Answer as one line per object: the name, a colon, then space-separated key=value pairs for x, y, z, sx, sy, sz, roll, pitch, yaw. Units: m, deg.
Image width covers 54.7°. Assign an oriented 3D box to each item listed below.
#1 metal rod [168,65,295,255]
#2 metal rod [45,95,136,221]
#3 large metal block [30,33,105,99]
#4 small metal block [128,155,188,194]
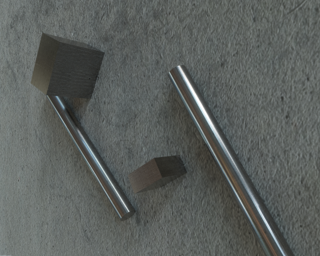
metal rod: x=0.084 y=0.056 z=0.334 sx=0.025 sy=0.025 sz=0.299 roll=-40 pitch=66 yaw=32
metal rod: x=-0.129 y=0.020 z=0.507 sx=0.300 sy=0.025 sz=0.025 roll=51 pitch=120 yaw=27
large metal block: x=-0.144 y=-0.095 z=0.485 sx=0.050 sy=0.081 sz=0.079 roll=32 pitch=110 yaw=35
small metal block: x=-0.003 y=0.058 z=0.389 sx=0.050 sy=0.050 sz=0.025 roll=-36 pitch=68 yaw=34
